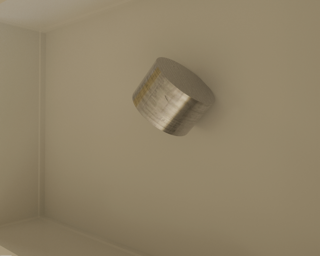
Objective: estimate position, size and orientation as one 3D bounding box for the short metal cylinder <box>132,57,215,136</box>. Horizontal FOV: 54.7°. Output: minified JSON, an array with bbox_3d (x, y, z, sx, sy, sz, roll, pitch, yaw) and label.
[{"bbox_3d":[0.016,-0.036,0.356,0.050,0.081,0.080,-52,60,27],"label":"short metal cylinder"}]
